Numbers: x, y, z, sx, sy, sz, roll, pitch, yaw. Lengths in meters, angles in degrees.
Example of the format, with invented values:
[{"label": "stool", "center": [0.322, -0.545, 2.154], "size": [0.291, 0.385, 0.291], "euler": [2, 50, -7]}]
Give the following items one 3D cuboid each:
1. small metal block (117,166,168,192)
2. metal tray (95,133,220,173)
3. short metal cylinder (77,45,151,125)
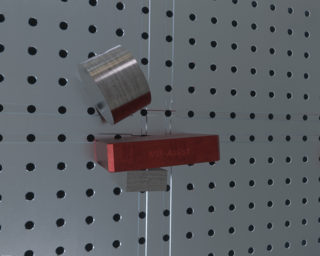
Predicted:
[{"label": "small metal block", "center": [-0.024, 0.063, 0.391], "size": [0.050, 0.050, 0.025], "euler": [3, 89, -20]}, {"label": "metal tray", "center": [-0.006, 0.026, 0.376], "size": [0.131, 0.090, 0.030], "euler": [-4, 92, -20]}, {"label": "short metal cylinder", "center": [-0.054, -0.050, 0.364], "size": [0.050, 0.080, 0.080], "euler": [-31, 101, -17]}]
